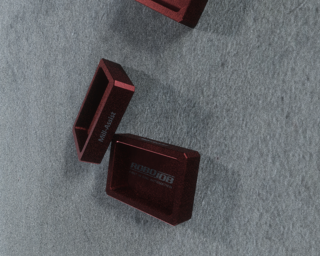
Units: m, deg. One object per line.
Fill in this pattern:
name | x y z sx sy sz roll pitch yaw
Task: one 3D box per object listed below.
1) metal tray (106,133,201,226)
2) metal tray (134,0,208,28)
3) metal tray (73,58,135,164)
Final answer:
metal tray | -0.014 0.062 0.411 0.130 0.030 0.089 13 98 39
metal tray | 0.009 -0.194 0.391 0.130 0.030 0.089 39 114 32
metal tray | -0.086 -0.024 0.448 0.129 0.030 0.090 -62 33 21
